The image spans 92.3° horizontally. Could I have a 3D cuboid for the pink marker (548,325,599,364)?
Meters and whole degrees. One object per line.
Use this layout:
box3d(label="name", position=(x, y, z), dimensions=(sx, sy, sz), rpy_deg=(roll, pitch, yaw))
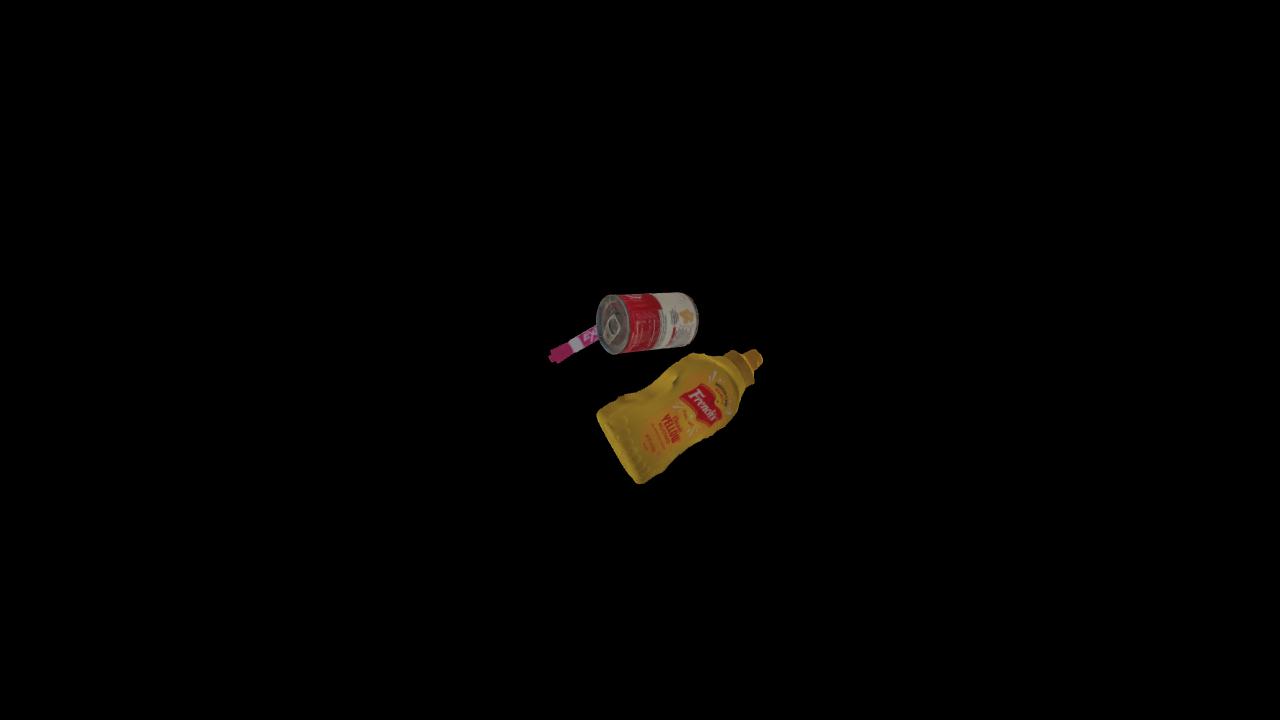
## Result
box3d(label="pink marker", position=(-0.057, -0.031, 0.747), dimensions=(0.121, 0.020, 0.020), rpy_deg=(-31, 10, -17))

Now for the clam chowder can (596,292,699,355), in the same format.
box3d(label="clam chowder can", position=(0.009, -0.044, 0.714), dimensions=(0.102, 0.068, 0.068), rpy_deg=(-6, 3, -35))

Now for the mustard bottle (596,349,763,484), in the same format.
box3d(label="mustard bottle", position=(0.051, 0.042, 0.634), dimensions=(0.184, 0.092, 0.054), rpy_deg=(-32, 20, -13))
